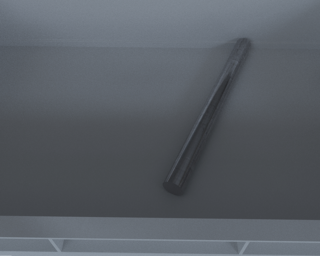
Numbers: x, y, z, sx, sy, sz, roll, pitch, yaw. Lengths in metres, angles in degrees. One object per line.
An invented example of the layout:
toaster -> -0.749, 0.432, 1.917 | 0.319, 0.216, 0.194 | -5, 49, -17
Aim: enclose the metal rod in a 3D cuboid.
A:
metal rod -> 0.078, -0.036, 0.435 | 0.025, 0.025, 0.301 | 20, 53, 16
